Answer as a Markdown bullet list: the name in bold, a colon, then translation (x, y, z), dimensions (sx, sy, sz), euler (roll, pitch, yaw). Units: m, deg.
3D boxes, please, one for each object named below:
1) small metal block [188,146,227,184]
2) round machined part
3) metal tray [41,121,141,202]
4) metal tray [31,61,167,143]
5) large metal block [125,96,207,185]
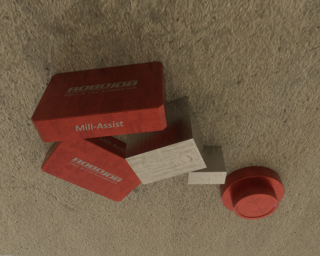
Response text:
- **small metal block**: translation (0.063, 0.052, 0.436), dimensions (0.050, 0.050, 0.025), euler (0, 130, 0)
- **round machined part**: translation (0.148, 0.109, 0.491), dimensions (0.099, 0.042, 0.097), euler (-1, 130, 0)
- **metal tray**: translation (-0.089, 0.051, 0.446), dimensions (0.131, 0.030, 0.090), euler (29, 124, -23)
- **metal tray**: translation (-0.060, -0.031, 0.337), dimensions (0.131, 0.090, 0.030), euler (-6, 130, 4)
- **large metal block**: translation (0.007, 0.014, 0.383), dimensions (0.080, 0.080, 0.050), euler (-18, 128, 14)
